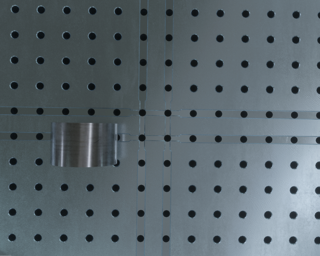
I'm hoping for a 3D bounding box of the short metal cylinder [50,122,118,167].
[{"bbox_3d":[-0.093,0.019,0.385,0.081,0.080,0.050,1,90,-1],"label":"short metal cylinder"}]
